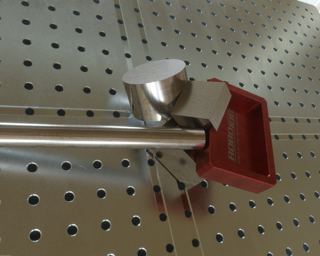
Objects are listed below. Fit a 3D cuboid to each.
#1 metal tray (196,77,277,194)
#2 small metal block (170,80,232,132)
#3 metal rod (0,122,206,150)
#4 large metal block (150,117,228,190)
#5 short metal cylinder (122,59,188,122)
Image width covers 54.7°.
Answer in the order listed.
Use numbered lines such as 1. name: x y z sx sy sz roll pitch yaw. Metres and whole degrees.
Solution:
1. metal tray: 0.093 0.007 0.385 0.091 0.030 0.130 19 54 -17
2. small metal block: 0.048 -0.027 0.359 0.025 0.050 0.050 50 58 -46
3. metal rod: -0.099 0.008 0.313 0.302 0.025 0.025 2 60 -15
4. large metal block: 0.042 0.019 0.403 0.080 0.050 0.080 46 51 3
5. short metal cylinder: -0.002 -0.050 0.396 0.080 0.080 0.050 -40 128 -39
